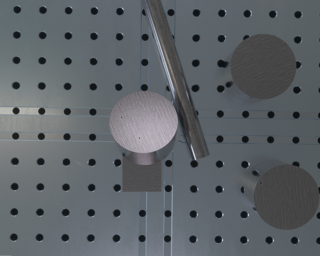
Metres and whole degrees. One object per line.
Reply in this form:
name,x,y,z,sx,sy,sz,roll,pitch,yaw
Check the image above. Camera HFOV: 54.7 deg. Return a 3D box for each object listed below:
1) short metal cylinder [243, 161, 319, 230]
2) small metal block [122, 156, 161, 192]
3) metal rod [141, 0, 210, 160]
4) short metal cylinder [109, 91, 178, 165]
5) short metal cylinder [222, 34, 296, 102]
short metal cylinder,0.154,0.084,0.402,0.081,0.050,0.079,0,90,0
small metal block,-0.023,0.058,0.413,0.050,0.025,0.050,0,90,0
metal rod,0.009,-0.103,0.413,0.025,0.025,0.298,-18,90,0
short metal cylinder,-0.019,0.001,0.387,0.081,0.050,0.080,0,67,0
short metal cylinder,0.126,-0.075,0.402,0.081,0.050,0.079,0,90,0
